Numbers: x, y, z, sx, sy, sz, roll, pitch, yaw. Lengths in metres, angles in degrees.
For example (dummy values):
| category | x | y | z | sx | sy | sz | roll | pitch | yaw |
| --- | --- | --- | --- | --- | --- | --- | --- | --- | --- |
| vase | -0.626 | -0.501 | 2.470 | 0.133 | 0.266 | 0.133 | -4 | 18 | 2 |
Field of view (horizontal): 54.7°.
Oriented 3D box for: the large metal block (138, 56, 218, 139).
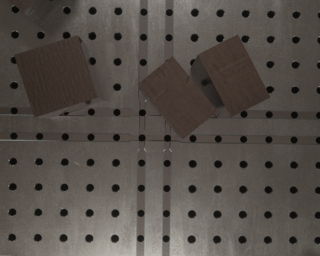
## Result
| category | x | y | z | sx | sy | sz | roll | pitch | yaw |
| --- | --- | --- | --- | --- | --- | --- | --- | --- | --- |
| large metal block | 0.020 | -0.034 | 0.386 | 0.050 | 0.080 | 0.080 | -39 | 91 | 0 |

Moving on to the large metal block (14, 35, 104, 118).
| category | x | y | z | sx | sy | sz | roll | pitch | yaw |
| --- | --- | --- | --- | --- | --- | --- | --- | --- | --- |
| large metal block | -0.126 | -0.063 | 0.399 | 0.080 | 0.050 | 0.080 | -18 | 90 | -1 |

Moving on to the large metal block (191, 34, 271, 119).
| category | x | y | z | sx | sy | sz | roll | pitch | yaw |
| --- | --- | --- | --- | --- | --- | --- | --- | --- | --- |
| large metal block | 0.083 | -0.059 | 0.387 | 0.050 | 0.080 | 0.080 | -27 | 90 | 0 |

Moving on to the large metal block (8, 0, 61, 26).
| category | x | y | z | sx | sy | sz | roll | pitch | yaw |
| --- | --- | --- | --- | --- | --- | --- | --- | --- | --- |
| large metal block | -0.170 | -0.195 | 0.399 | 0.080 | 0.050 | 0.080 | 40 | 90 | -1 |
